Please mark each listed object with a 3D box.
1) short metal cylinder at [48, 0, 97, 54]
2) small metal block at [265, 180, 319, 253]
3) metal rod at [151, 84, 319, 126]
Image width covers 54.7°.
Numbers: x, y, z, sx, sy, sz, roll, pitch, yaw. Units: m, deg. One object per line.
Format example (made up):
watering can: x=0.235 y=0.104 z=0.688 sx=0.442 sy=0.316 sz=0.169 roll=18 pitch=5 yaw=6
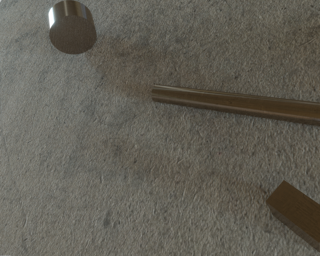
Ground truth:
short metal cylinder: x=-0.159 y=-0.181 z=0.561 sx=0.080 sy=0.080 sz=0.050 roll=-27 pitch=53 yaw=11
small metal block: x=0.126 y=0.078 z=0.274 sx=0.025 sy=0.050 sz=0.050 roll=-47 pitch=52 yaw=-5
metal rod: x=0.120 y=-0.024 z=0.354 sx=0.300 sy=0.025 sz=0.025 roll=11 pitch=68 yaw=32
